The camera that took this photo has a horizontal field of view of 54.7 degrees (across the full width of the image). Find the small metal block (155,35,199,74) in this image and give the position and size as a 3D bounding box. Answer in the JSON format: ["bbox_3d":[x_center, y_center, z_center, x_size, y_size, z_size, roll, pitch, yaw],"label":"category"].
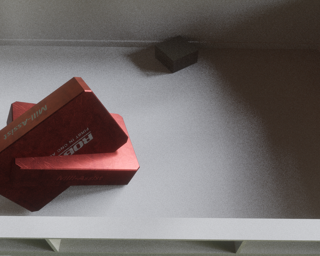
[{"bbox_3d":[0.027,-0.122,0.508,0.050,0.025,0.050,-28,56,-22],"label":"small metal block"}]

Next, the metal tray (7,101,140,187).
[{"bbox_3d":[-0.096,0.019,0.347,0.131,0.030,0.090,6,44,-33],"label":"metal tray"}]

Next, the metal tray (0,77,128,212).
[{"bbox_3d":[-0.108,0.020,0.318,0.130,0.090,0.030,-38,49,-6],"label":"metal tray"}]
